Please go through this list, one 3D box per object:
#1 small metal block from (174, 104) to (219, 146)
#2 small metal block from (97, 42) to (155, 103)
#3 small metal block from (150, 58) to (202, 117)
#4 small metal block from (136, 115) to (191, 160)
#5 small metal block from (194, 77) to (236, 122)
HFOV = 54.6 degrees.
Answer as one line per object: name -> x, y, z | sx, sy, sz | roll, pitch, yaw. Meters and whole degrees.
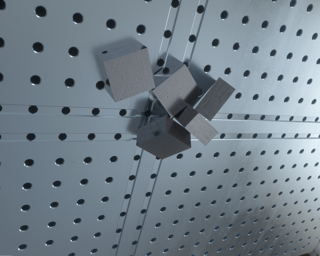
small metal block -> 0.043, -0.009, 0.412 | 0.025, 0.050, 0.050 | -47, 129, 5
small metal block -> -0.037, -0.064, 0.351 | 0.050, 0.025, 0.050 | -22, 127, -15
small metal block -> 0.017, -0.050, 0.389 | 0.050, 0.025, 0.050 | -39, 129, -2
small metal block -> 0.005, 0.014, 0.406 | 0.050, 0.025, 0.050 | -26, 138, 33
small metal block -> 0.070, -0.037, 0.406 | 0.025, 0.050, 0.050 | 38, 96, 3
